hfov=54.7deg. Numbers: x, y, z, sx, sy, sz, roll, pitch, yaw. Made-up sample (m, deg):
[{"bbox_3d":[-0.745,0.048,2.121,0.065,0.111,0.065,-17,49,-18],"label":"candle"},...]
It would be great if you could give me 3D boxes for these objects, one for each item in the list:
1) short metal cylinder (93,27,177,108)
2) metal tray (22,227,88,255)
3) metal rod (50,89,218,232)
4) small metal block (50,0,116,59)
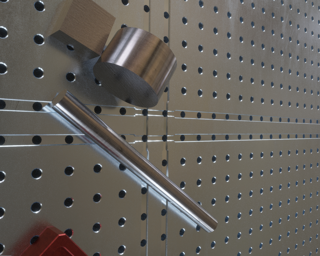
[{"bbox_3d":[-0.028,-0.066,0.352,0.080,0.080,0.050,41,65,-33],"label":"short metal cylinder"},{"bbox_3d":[-0.122,0.178,0.305,0.131,0.030,0.090,-48,119,-29],"label":"metal tray"},{"bbox_3d":[-0.014,0.059,0.399,0.300,0.025,0.025,45,63,-31],"label":"metal rod"},{"bbox_3d":[-0.083,-0.112,0.340,0.050,0.025,0.050,29,72,-37],"label":"small metal block"}]
